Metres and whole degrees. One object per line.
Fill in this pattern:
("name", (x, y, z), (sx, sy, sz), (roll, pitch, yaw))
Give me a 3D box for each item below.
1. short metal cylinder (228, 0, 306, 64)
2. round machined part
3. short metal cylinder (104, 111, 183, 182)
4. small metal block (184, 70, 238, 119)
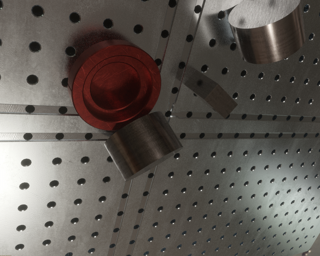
("short metal cylinder", (0.129, -0.122, 0.372), (0.080, 0.080, 0.050), (-36, 129, -5))
("round machined part", (-0.052, -0.049, 0.342), (0.099, 0.042, 0.097), (-14, 125, -21))
("short metal cylinder", (-0.019, 0.023, 0.374), (0.080, 0.050, 0.080), (-30, 171, -5))
("small metal block", (0.067, -0.044, 0.406), (0.025, 0.050, 0.050), (-49, 129, 6))
